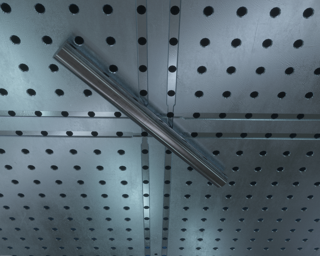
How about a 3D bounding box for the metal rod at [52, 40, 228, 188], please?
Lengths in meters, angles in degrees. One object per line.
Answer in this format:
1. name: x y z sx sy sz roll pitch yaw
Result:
1. metal rod: -0.007 -0.002 0.410 0.025 0.025 0.301 -35 122 26
